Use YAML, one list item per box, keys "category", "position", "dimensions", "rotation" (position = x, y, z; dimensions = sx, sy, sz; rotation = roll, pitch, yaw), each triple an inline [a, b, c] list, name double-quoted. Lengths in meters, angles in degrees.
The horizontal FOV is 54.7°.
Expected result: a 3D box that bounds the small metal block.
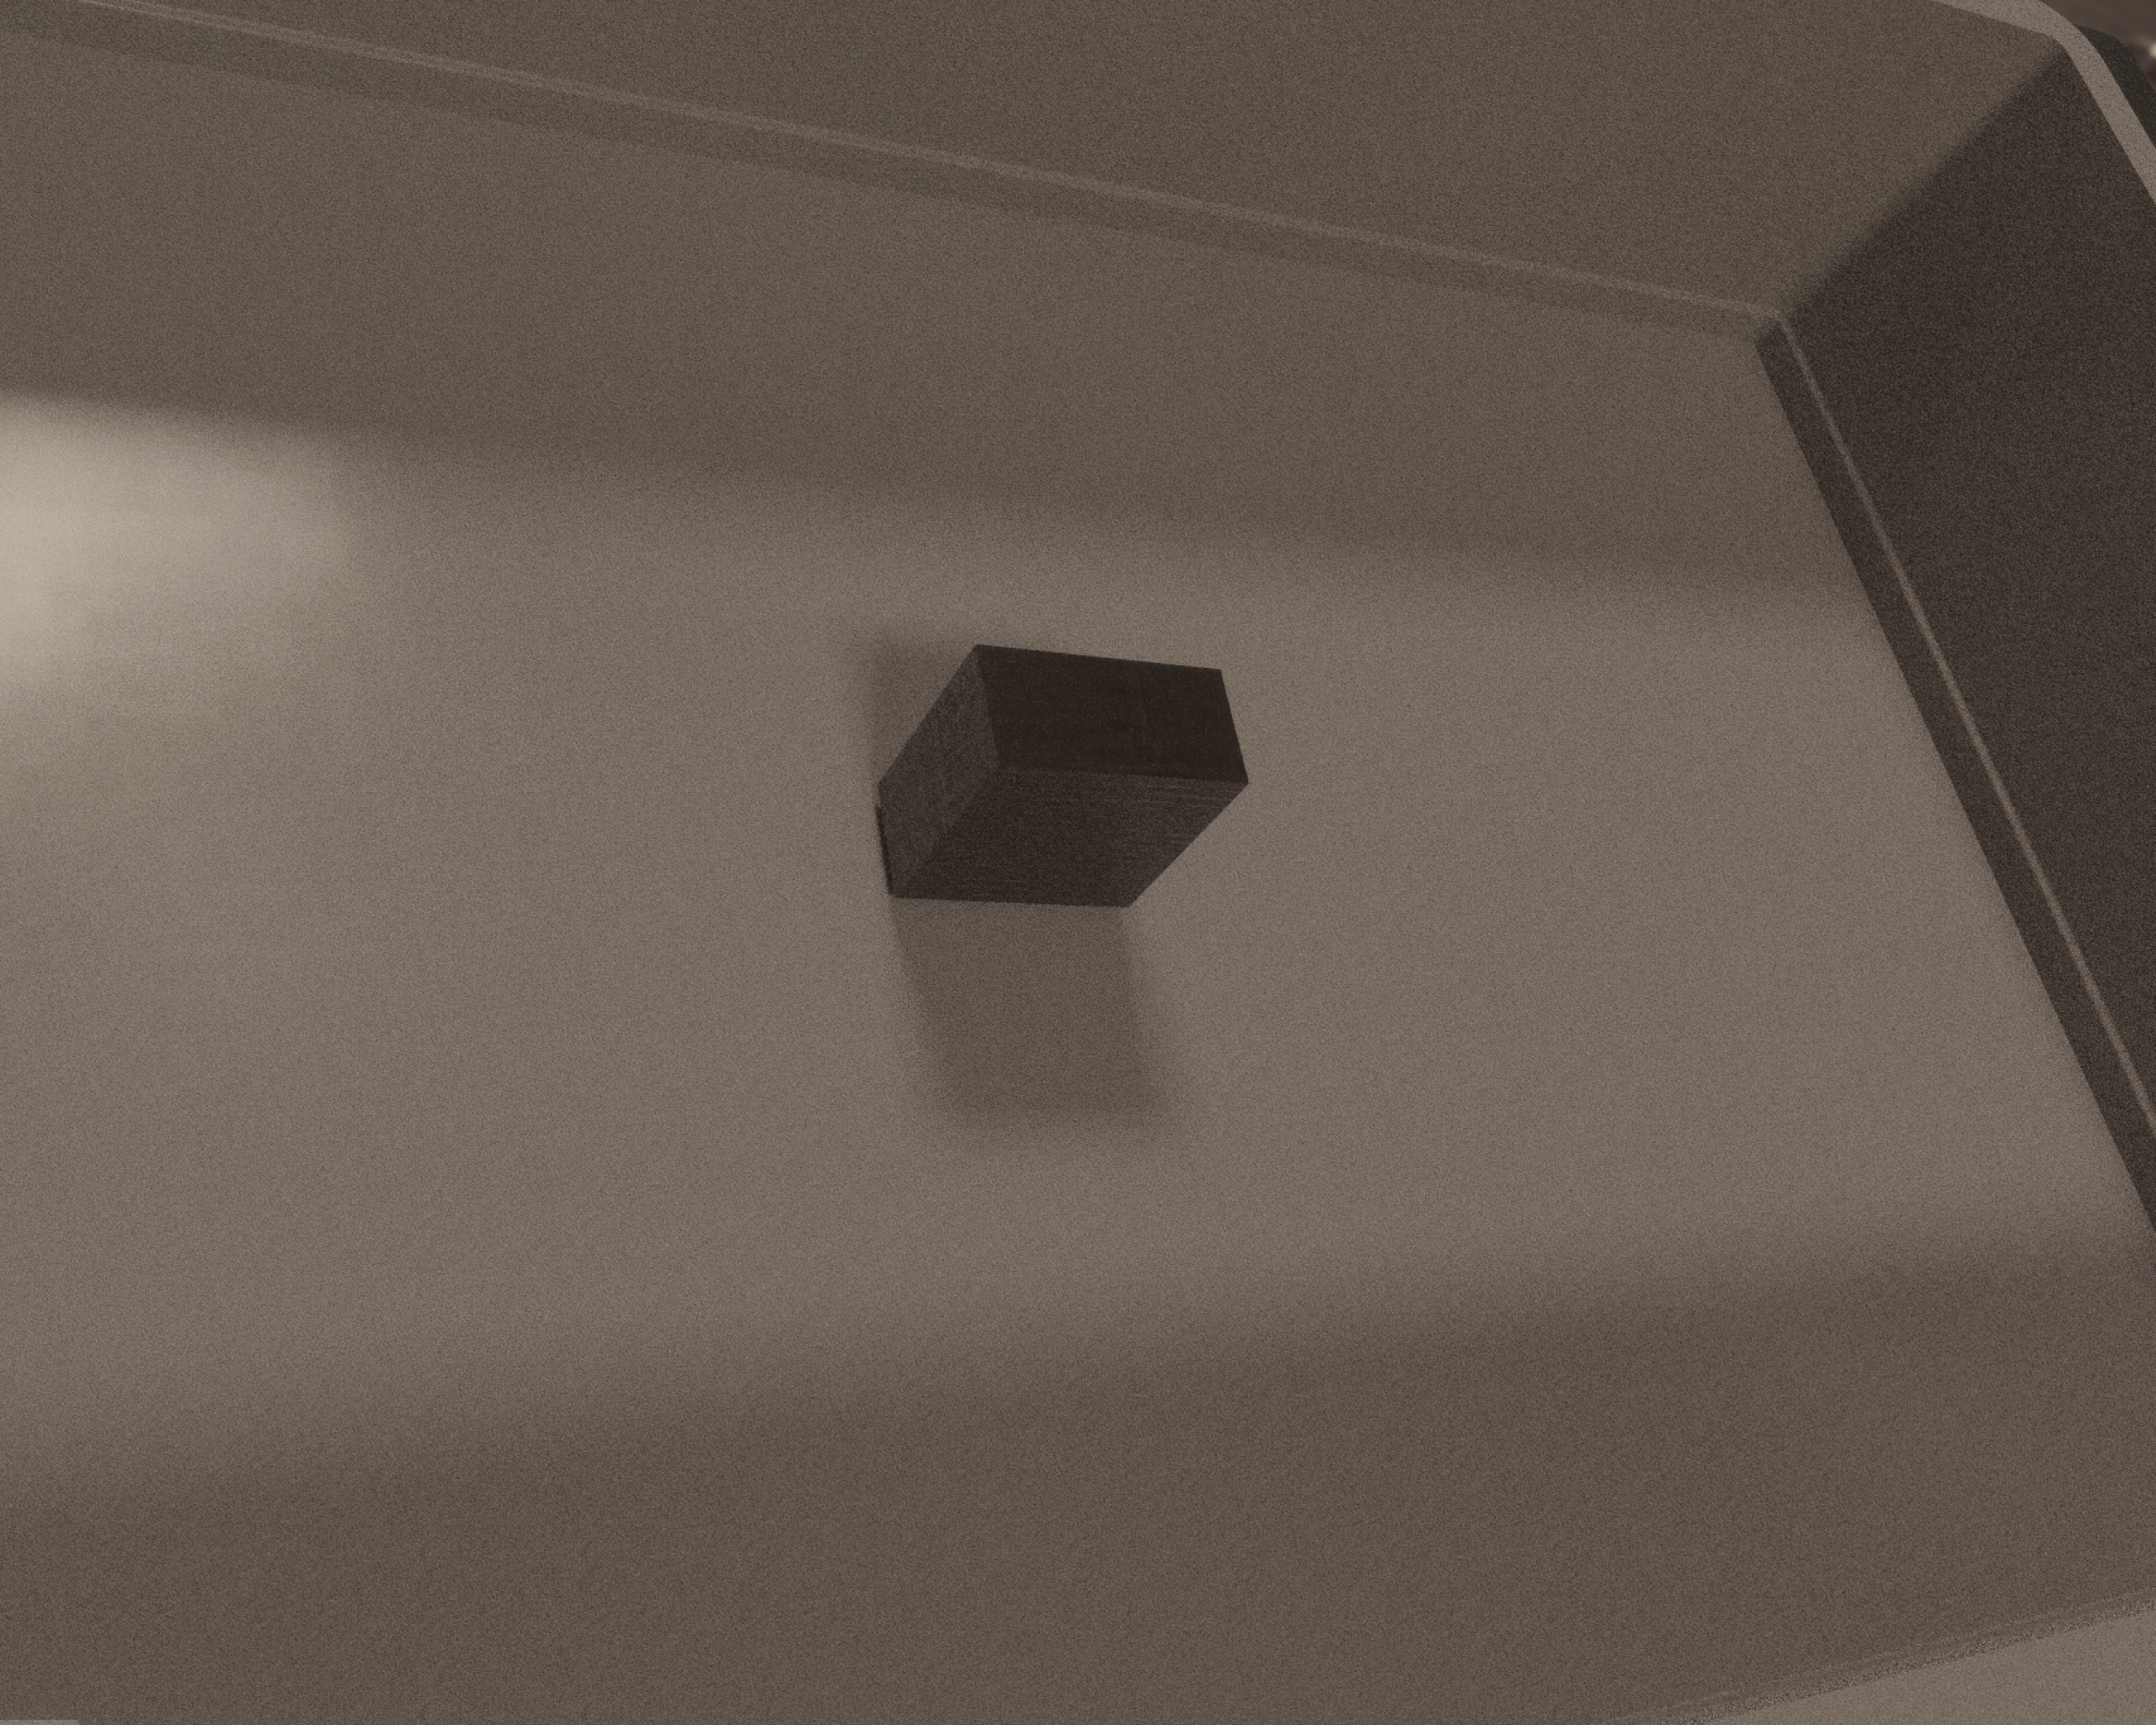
- category: "small metal block"
  position: [-0.004, -0.015, 0.393]
  dimensions: [0.050, 0.050, 0.025]
  rotation: [3, 60, -27]
